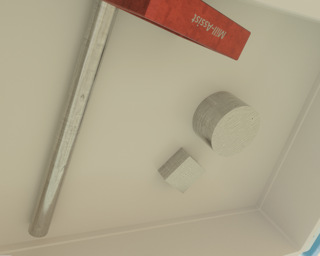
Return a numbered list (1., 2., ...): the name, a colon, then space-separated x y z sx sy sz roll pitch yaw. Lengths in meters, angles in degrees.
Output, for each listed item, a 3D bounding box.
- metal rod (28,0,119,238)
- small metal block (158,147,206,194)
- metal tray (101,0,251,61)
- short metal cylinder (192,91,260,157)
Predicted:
1. metal rod: -0.105 0.005 0.354 0.025 0.025 0.298 9 114 -33
2. small metal block: 0.034 0.065 0.469 0.050 0.025 0.050 -45 130 3
3. metal tray: 0.014 -0.106 0.290 0.131 0.090 0.030 7 113 -47
4. short metal cylinder: 0.094 -0.006 0.442 0.081 0.050 0.079 -14 125 -21
